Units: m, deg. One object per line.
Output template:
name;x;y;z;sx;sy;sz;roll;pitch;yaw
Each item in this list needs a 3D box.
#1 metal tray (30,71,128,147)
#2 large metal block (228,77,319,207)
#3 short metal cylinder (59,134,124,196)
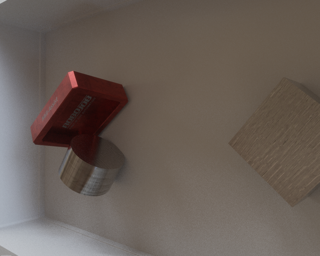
metal tray;-0.120;-0.020;0.458;0.129;0.091;0.030;-44;55;31
large metal block;0.126;0.012;0.286;0.080;0.050;0.080;49;119;28
short metal cylinder;-0.099;0.053;0.450;0.080;0.081;0.050;43;116;31
